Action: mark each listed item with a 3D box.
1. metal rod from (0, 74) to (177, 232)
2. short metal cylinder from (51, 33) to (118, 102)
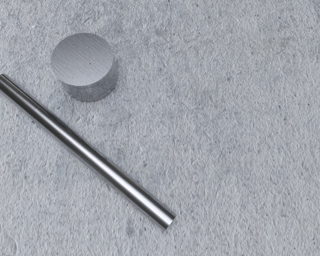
[{"bbox_3d":[-0.104,0.024,0.398,0.300,0.025,0.025,37,74,12],"label":"metal rod"},{"bbox_3d":[-0.101,-0.082,0.424,0.081,0.050,0.080,0,70,0],"label":"short metal cylinder"}]
